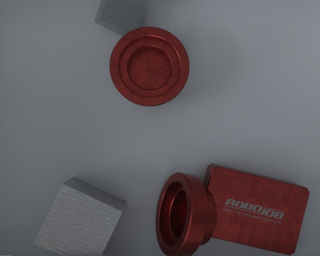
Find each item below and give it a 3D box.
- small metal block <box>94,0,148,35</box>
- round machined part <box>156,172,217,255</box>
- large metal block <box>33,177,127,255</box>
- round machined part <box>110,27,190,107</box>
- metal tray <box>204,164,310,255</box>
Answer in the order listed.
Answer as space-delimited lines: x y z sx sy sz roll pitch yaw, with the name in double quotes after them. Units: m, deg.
-0.050 -0.151 0.400 0.050 0.025 0.050 18 90 -30 "small metal block"
0.034 0.106 0.379 0.042 0.098 0.097 14 90 -20 "round machined part"
-0.099 0.120 0.398 0.080 0.050 0.080 25 90 -1 "large metal block"
-0.013 -0.076 0.401 0.099 0.042 0.097 0 92 -2 "round machined part"
0.119 0.106 0.409 0.131 0.030 0.089 14 90 -2 "metal tray"
